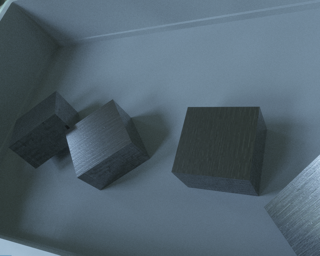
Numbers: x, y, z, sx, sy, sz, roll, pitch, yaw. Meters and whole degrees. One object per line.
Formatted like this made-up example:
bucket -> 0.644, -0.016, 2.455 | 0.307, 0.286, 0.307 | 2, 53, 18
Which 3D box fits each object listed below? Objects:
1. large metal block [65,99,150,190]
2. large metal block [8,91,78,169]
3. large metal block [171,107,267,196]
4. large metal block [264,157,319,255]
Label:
large metal block -> -0.071, 0.022, 0.414 | 0.080, 0.050, 0.080 | -33, 52, 6
large metal block -> -0.170, 0.001, 0.465 | 0.080, 0.050, 0.080 | -35, 33, 5
large metal block -> 0.068, 0.024, 0.340 | 0.080, 0.050, 0.080 | 2, 63, 29
large metal block -> 0.146, 0.072, 0.245 | 0.079, 0.050, 0.080 | -59, 43, 32
